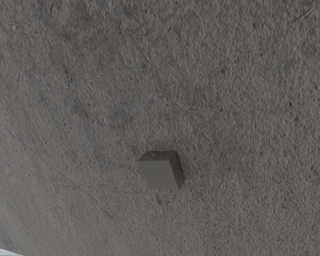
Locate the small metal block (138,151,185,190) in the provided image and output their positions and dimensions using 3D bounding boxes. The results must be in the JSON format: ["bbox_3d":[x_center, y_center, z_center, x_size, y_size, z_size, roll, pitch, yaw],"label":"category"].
[{"bbox_3d":[0.003,0.061,0.443,0.050,0.025,0.050,-4,116,30],"label":"small metal block"}]
